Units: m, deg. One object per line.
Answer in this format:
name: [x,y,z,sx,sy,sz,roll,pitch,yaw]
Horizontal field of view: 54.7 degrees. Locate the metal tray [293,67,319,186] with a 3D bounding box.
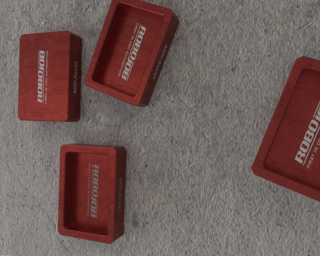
metal tray: [0.201,-0.005,0.335,0.090,0.030,0.129,-9,87,19]

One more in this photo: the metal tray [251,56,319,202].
metal tray: [0.160,0.003,0.316,0.090,0.030,0.129,22,97,18]

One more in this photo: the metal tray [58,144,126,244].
metal tray: [-0.097,0.089,0.440,0.090,0.030,0.129,2,91,20]

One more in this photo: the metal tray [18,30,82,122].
metal tray: [-0.166,-0.075,0.465,0.090,0.030,0.129,2,91,20]

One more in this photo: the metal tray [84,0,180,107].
metal tray: [-0.039,-0.103,0.420,0.090,0.030,0.129,23,98,18]
